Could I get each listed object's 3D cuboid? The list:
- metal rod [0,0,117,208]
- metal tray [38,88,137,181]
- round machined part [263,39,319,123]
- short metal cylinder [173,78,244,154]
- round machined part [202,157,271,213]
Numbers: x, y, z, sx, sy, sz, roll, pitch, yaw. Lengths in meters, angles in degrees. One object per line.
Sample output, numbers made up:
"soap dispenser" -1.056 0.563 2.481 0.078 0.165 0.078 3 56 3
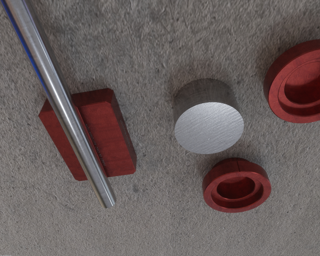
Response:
"metal rod" -0.102 -0.004 0.362 0.025 0.025 0.298 -8 130 6
"metal tray" -0.090 0.014 0.415 0.090 0.030 0.129 -9 130 7
"round machined part" 0.167 -0.055 0.352 0.099 0.042 0.097 -1 130 0
"short metal cylinder" 0.057 -0.014 0.380 0.081 0.050 0.079 0 130 0
"round machined part" 0.113 0.082 0.468 0.099 0.042 0.097 -1 130 0
